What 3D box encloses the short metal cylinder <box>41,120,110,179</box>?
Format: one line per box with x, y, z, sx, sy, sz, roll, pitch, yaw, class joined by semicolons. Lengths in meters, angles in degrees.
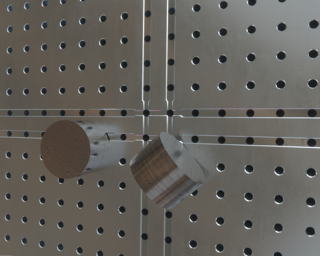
-0.120;0.029;0.442;0.080;0.050;0.079;0;90;20;short metal cylinder

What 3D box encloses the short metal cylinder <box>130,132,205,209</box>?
0.010;0.051;0.380;0.050;0.080;0.080;-42;77;15;short metal cylinder
